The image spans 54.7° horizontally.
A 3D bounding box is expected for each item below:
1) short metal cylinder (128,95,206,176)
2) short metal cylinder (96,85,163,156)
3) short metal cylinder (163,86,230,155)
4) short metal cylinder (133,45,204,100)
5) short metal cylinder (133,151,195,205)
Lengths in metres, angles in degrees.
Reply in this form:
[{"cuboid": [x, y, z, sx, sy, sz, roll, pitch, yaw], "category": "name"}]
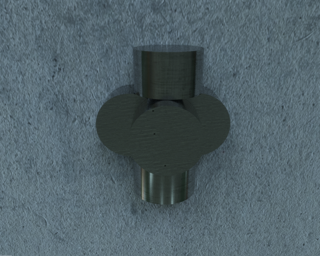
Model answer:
[{"cuboid": [0.007, 0.006, 0.346, 0.081, 0.050, 0.079, 0, 110, -1], "category": "short metal cylinder"}, {"cuboid": [-0.036, -0.011, 0.393, 0.081, 0.050, 0.079, 0, 110, -1], "category": "short metal cylinder"}, {"cuboid": [0.044, -0.011, 0.394, 0.081, 0.050, 0.079, 0, 110, -1], "category": "short metal cylinder"}, {"cuboid": [0.010, -0.067, 0.358, 0.081, 0.080, 0.050, 0, 110, -1], "category": "short metal cylinder"}, {"cuboid": [0.006, 0.055, 0.403, 0.081, 0.080, 0.050, 0, 110, -1], "category": "short metal cylinder"}]
